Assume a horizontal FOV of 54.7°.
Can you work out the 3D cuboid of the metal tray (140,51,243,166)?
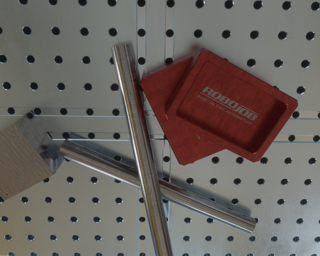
[{"bbox_3d":[0.042,-0.025,0.402,0.090,0.030,0.129,-23,109,8],"label":"metal tray"}]

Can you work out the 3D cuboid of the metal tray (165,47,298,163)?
[{"bbox_3d":[0.083,-0.025,0.369,0.131,0.030,0.089,26,107,-11],"label":"metal tray"}]

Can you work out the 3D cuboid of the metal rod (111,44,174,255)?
[{"bbox_3d":[-0.020,0.043,0.408,0.025,0.025,0.298,-10,102,3],"label":"metal rod"}]

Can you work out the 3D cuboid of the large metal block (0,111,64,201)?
[{"bbox_3d":[-0.189,0.036,0.411,0.080,0.050,0.080,-28,108,9],"label":"large metal block"}]

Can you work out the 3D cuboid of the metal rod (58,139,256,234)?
[{"bbox_3d":[0.002,0.087,0.445,0.301,0.025,0.025,24,108,-9],"label":"metal rod"}]
